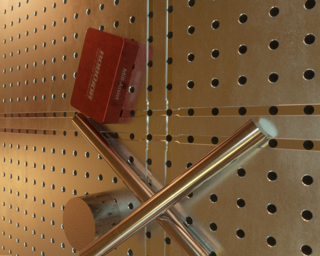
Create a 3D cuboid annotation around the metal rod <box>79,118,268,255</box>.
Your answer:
[{"bbox_3d":[0.001,0.091,0.379,0.299,0.025,0.025,-41,65,22],"label":"metal rod"}]

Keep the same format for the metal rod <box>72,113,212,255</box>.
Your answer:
[{"bbox_3d":[-0.042,0.071,0.444,0.300,0.025,0.025,42,116,31],"label":"metal rod"}]

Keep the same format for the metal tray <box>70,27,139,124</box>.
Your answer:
[{"bbox_3d":[-0.089,-0.081,0.480,0.090,0.030,0.129,27,107,36],"label":"metal tray"}]

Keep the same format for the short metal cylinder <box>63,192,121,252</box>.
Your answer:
[{"bbox_3d":[-0.106,0.144,0.481,0.080,0.050,0.079,0,90,40],"label":"short metal cylinder"}]
